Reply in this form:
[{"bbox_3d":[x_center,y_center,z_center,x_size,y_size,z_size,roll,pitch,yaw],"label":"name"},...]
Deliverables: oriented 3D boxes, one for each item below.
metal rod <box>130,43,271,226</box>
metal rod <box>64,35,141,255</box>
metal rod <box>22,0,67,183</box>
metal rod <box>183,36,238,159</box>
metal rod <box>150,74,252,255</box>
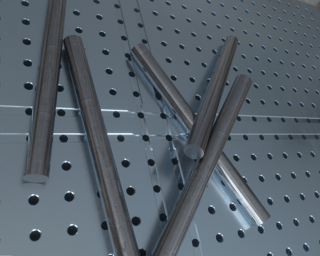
[{"bbox_3d":[0.050,0.002,0.435,0.025,0.025,0.299,-27,77,-37],"label":"metal rod"},{"bbox_3d":[-0.072,0.015,0.361,0.025,0.025,0.299,-5,64,-31],"label":"metal rod"},{"bbox_3d":[-0.136,-0.079,0.383,0.025,0.025,0.299,9,58,-24],"label":"metal rod"},{"bbox_3d":[0.087,-0.067,0.476,0.025,0.025,0.301,33,45,-7],"label":"metal rod"},{"bbox_3d":[0.060,0.040,0.391,0.025,0.025,0.301,34,59,-6],"label":"metal rod"}]
